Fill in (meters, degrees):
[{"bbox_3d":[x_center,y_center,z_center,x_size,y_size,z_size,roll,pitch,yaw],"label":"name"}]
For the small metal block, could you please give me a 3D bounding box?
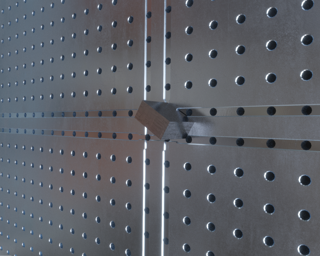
[{"bbox_3d":[0.006,-0.010,0.387,0.050,0.050,0.025,39,114,32],"label":"small metal block"}]
